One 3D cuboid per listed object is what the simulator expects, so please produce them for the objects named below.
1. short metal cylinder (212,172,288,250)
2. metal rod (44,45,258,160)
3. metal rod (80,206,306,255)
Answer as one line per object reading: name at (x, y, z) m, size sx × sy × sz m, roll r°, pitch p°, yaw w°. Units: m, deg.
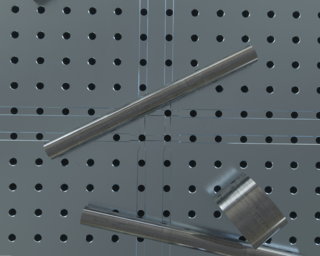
short metal cylinder at (0.111, 0.102, 0.388) m, size 0.050 × 0.080 × 0.080 m, roll -40°, pitch 91°, yaw 0°
metal rod at (-0.012, -0.034, 0.413) m, size 0.301 × 0.025 × 0.025 m, roll -26°, pitch 90°, yaw -1°
metal rod at (0.045, 0.149, 0.414) m, size 0.302 × 0.025 × 0.025 m, roll 13°, pitch 90°, yaw -1°
